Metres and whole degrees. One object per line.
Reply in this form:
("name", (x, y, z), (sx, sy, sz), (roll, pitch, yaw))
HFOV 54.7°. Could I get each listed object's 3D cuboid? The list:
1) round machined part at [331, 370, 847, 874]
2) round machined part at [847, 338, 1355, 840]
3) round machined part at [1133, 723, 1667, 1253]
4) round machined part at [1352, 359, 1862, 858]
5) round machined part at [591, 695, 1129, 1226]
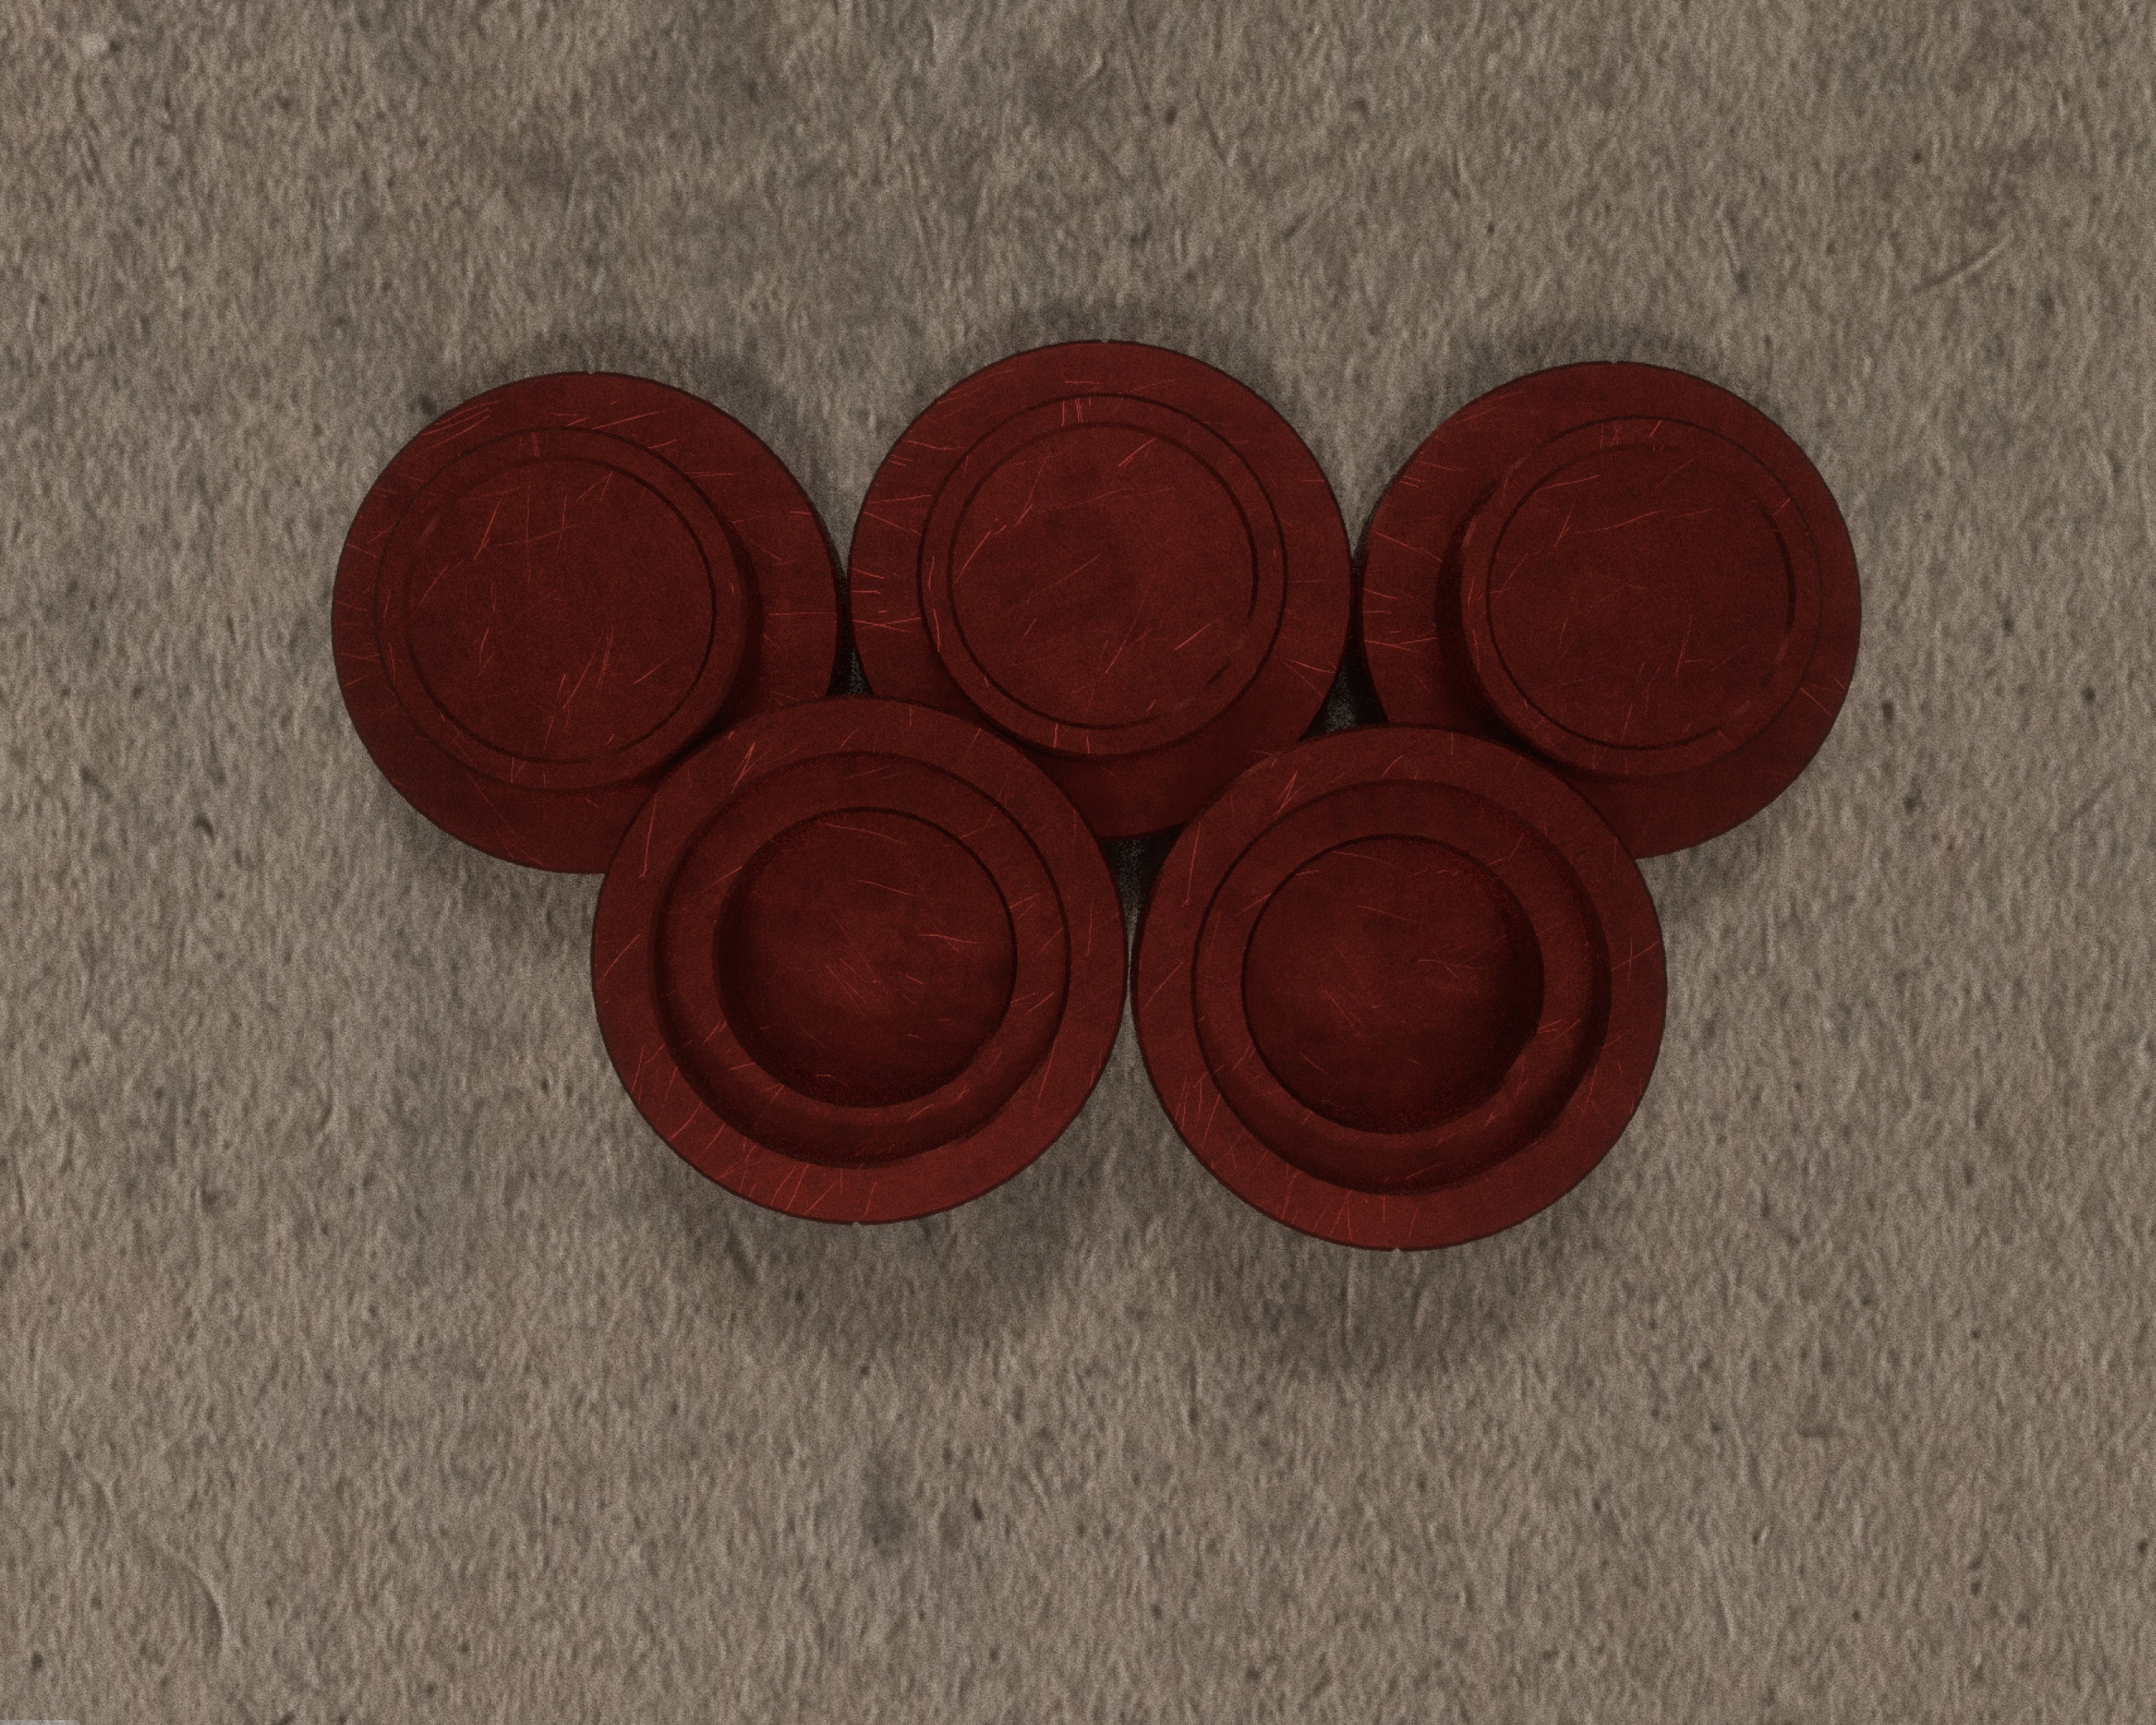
("round machined part", (-0.095, -0.046, 0.401), (0.099, 0.042, 0.097), (0, 90, -1))
("round machined part", (0.004, -0.053, 0.403), (0.099, 0.042, 0.097), (0, 90, -1))
("round machined part", (0.059, 0.023, 0.403), (0.099, 0.042, 0.097), (0, 90, -1))
("round machined part", (0.103, -0.049, 0.404), (0.099, 0.042, 0.097), (0, 90, -1))
("round machined part", (-0.040, 0.018, 0.402), (0.099, 0.042, 0.097), (0, 90, -1))
